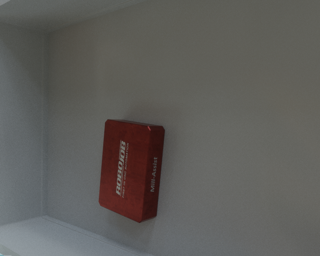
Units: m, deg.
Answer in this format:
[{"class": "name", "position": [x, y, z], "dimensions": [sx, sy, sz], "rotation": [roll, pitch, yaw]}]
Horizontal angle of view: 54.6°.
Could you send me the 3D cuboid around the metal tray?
[{"class": "metal tray", "position": [-0.042, 0.056, 0.440], "dimensions": [0.090, 0.030, 0.129], "rotation": [9, 96, 39]}]
